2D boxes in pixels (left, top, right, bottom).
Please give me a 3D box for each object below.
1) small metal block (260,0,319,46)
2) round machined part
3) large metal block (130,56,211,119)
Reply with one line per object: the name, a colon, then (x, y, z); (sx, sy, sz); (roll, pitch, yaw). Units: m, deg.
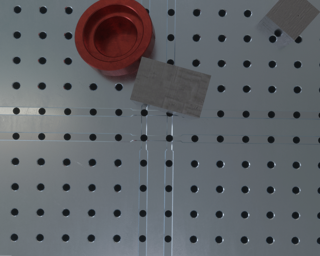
small metal block: (0.173, -0.149, 0.414); (0.050, 0.025, 0.050); (41, 90, 0)
round machined part: (-0.054, -0.113, 0.397); (0.098, 0.042, 0.098); (-1, 80, 9)
large metal block: (0.012, -0.046, 0.386); (0.080, 0.080, 0.050); (15, 90, 0)
